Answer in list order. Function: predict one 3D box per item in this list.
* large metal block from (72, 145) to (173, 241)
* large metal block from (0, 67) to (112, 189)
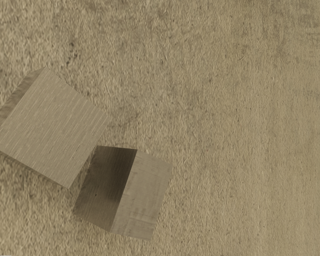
[{"bbox_3d":[-0.041,0.067,0.334,0.050,0.080,0.080,29,72,-37],"label":"large metal block"},{"bbox_3d":[-0.108,0.001,0.298,0.080,0.050,0.080,42,65,-32],"label":"large metal block"}]
